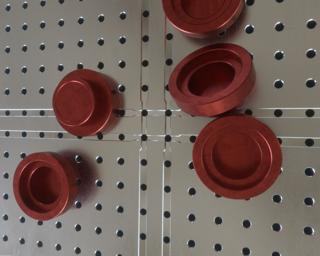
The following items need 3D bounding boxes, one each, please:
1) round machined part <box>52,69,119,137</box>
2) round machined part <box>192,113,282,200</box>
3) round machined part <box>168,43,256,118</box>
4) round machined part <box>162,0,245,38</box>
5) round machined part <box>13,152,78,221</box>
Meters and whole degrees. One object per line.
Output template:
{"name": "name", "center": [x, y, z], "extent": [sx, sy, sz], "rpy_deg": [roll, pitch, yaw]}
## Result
{"name": "round machined part", "center": [-0.112, -0.036, 0.442], "extent": [0.098, 0.042, 0.097], "rpy_deg": [0, 90, 19]}
{"name": "round machined part", "center": [0.091, 0.031, 0.367], "extent": [0.098, 0.042, 0.097], "rpy_deg": [2, 99, 16]}
{"name": "round machined part", "center": [0.063, -0.051, 0.364], "extent": [0.098, 0.042, 0.098], "rpy_deg": [-16, 47, 18]}
{"name": "round machined part", "center": [0.055, -0.160, 0.384], "extent": [0.098, 0.042, 0.097], "rpy_deg": [0, 90, 19]}
{"name": "round machined part", "center": [-0.164, 0.083, 0.460], "extent": [0.098, 0.042, 0.097], "rpy_deg": [0, 90, 19]}
